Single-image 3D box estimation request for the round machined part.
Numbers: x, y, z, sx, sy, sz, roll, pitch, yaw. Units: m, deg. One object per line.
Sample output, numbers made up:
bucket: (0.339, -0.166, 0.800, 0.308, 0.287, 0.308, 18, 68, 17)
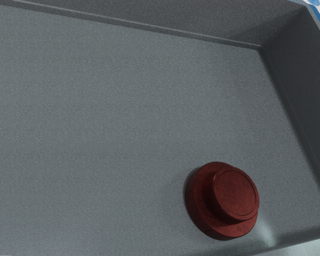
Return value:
round machined part: (0.084, 0.087, 0.389, 0.099, 0.042, 0.098, 14, 56, -21)
